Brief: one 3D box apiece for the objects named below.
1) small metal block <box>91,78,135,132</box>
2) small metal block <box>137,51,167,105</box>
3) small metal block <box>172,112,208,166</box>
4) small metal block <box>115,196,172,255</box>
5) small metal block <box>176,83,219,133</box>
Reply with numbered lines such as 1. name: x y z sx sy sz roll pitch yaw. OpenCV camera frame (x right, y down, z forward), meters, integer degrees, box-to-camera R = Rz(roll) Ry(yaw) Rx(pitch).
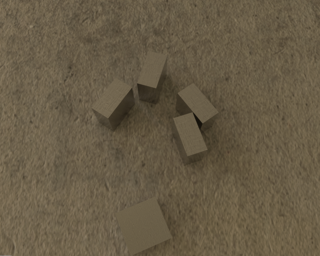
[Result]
1. small metal block: -0.059 -0.029 0.405 0.025 0.050 0.050 32 73 10
2. small metal block: -0.010 -0.067 0.419 0.025 0.050 0.050 16 71 5
3. small metal block: 0.035 0.015 0.390 0.025 0.050 0.050 -17 71 -6
4. small metal block: -0.019 0.116 0.366 0.050 0.025 0.050 -21 72 -8
5. small metal block: 0.047 -0.023 0.404 0.025 0.050 0.050 -34 74 -12
